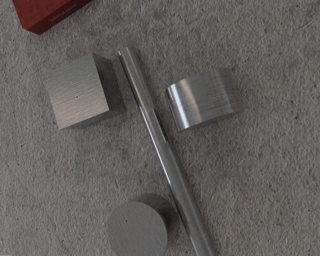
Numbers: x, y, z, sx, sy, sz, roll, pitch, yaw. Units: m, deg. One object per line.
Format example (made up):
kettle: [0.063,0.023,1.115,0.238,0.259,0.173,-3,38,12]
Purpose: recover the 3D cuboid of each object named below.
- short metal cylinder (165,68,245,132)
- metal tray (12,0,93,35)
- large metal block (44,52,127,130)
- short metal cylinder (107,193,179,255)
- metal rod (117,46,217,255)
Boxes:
short metal cylinder: [0.051,-0.031,0.362,0.080,0.080,0.050,-20,84,19]
metal tray: [-0.160,-0.211,0.463,0.130,0.030,0.090,-25,82,18]
large metal block: [-0.104,-0.048,0.432,0.080,0.050,0.080,-20,84,19]
short metal cylinder: [-0.021,0.130,0.403,0.080,0.050,0.079,0,90,20]
metal rod: [0.008,0.032,0.406,0.025,0.025,0.299,-24,82,18]
